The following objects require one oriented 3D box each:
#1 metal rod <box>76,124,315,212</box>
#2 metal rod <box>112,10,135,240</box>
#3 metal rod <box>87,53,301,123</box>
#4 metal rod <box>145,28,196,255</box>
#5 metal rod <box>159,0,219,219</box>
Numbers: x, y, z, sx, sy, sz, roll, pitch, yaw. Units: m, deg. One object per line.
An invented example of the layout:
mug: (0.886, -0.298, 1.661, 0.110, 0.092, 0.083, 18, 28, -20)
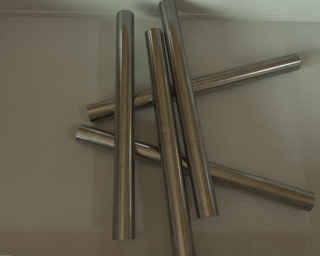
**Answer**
metal rod: (0.039, 0.049, 0.392, 0.301, 0.025, 0.025, 16, 71, 5)
metal rod: (-0.044, -0.019, 0.388, 0.025, 0.025, 0.299, -2, 70, -1)
metal rod: (0.050, -0.057, 0.431, 0.302, 0.025, 0.025, -15, 71, -6)
metal rod: (0.009, 0.008, 0.379, 0.025, 0.025, 0.299, -6, 70, -3)
metal rod: (0.032, -0.040, 0.396, 0.025, 0.025, 0.299, -8, 70, -3)
